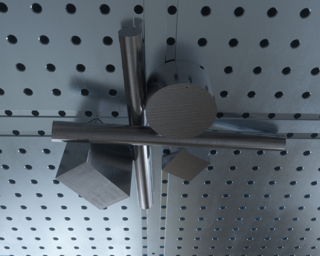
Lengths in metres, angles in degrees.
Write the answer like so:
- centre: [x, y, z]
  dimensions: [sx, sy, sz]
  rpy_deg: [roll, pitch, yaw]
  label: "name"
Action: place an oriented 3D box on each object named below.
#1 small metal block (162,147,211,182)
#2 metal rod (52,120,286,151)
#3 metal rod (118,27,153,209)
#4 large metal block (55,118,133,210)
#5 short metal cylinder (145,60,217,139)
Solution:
- centre: [0.037, 0.047, 0.454]
  dimensions: [0.050, 0.025, 0.050]
  rpy_deg: [26, 125, -21]
  label: "small metal block"
- centre: [0.021, 0.012, 0.397]
  dimensions: [0.302, 0.025, 0.025]
  rpy_deg: [3, 131, -13]
  label: "metal rod"
- centre: [-0.028, 0.012, 0.422]
  dimensions: [0.025, 0.025, 0.298]
  rpy_deg: [-1, 130, 1]
  label: "metal rod"
- centre: [-0.082, 0.048, 0.414]
  dimensions: [0.050, 0.080, 0.080]
  rpy_deg: [-28, 125, 21]
  label: "large metal block"
- centre: [0.024, -0.033, 0.368]
  dimensions: [0.081, 0.050, 0.079]
  rpy_deg: [0, 130, 0]
  label: "short metal cylinder"
